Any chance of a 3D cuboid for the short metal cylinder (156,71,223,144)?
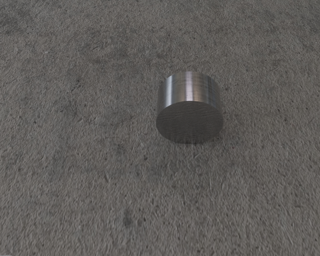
[{"bbox_3d":[0.036,-0.024,0.388,0.080,0.080,0.050,2,50,1],"label":"short metal cylinder"}]
